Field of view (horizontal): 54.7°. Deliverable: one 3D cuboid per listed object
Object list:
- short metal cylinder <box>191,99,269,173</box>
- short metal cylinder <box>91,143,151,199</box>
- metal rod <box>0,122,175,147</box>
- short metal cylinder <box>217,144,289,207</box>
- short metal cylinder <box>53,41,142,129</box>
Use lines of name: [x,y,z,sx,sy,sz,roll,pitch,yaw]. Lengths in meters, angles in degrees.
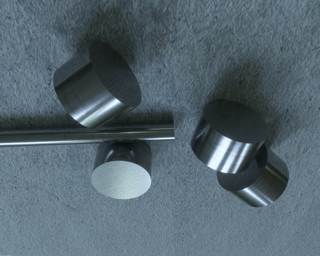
short metal cylinder: [0.084,0.009,0.379,0.081,0.080,0.050,10,129,-9]
short metal cylinder: [-0.052,0.056,0.438,0.081,0.050,0.079,0,130,0]
metal rod: [-0.132,0.010,0.414,0.302,0.025,0.025,-2,130,1]
short metal cylinder: [0.126,0.061,0.424,0.050,0.080,0.080,37,121,-27]
short metal cylinder: [-0.065,-0.045,0.332,0.050,0.080,0.080,-30,124,23]
